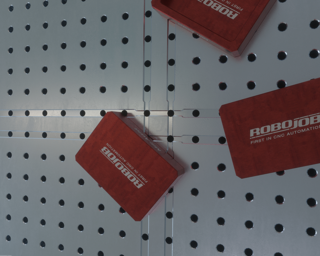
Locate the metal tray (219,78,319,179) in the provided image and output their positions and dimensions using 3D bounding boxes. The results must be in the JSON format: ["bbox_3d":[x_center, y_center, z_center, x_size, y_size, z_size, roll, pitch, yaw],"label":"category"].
[{"bbox_3d":[0.144,0.001,0.359,0.130,0.030,0.090,-16,85,19],"label":"metal tray"}]

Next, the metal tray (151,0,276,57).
[{"bbox_3d":[0.065,-0.160,0.387,0.130,0.030,0.090,35,101,16],"label":"metal tray"}]

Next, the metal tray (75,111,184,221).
[{"bbox_3d":[-0.044,0.050,0.426,0.130,0.030,0.090,41,103,15],"label":"metal tray"}]
